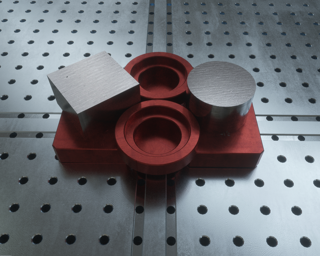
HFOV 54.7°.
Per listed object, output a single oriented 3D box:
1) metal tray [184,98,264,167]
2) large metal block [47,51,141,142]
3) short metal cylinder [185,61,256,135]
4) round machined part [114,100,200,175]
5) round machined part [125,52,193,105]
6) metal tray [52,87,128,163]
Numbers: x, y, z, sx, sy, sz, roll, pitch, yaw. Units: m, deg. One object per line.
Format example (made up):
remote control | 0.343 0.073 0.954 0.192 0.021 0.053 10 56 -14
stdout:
metal tray | 0.078 -0.011 0.411 0.091 0.030 0.130 1 50 0
large metal block | -0.080 -0.042 0.387 0.081 0.050 0.080 -30 56 -23
short metal cylinder | 0.072 -0.038 0.384 0.081 0.050 0.080 0 50 0
round machined part | -0.003 0.015 0.372 0.099 0.042 0.098 0 50 0
round machined part | -0.001 -0.061 0.435 0.099 0.042 0.098 0 50 0
metal tray | -0.082 -0.015 0.416 0.091 0.030 0.130 1 50 -1
